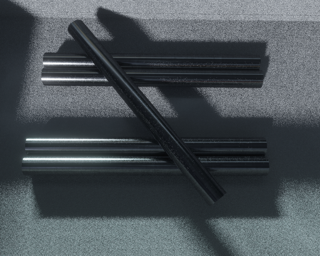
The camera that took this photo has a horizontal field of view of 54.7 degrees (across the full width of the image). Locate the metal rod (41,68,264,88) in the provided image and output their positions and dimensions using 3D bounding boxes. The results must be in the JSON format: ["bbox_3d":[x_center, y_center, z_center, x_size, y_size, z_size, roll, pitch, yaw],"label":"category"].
[{"bbox_3d":[-0.010,-0.070,0.433,0.302,0.025,0.025,1,70,0],"label":"metal rod"}]

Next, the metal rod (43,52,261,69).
[{"bbox_3d":[-0.011,-0.093,0.441,0.302,0.025,0.025,1,70,0],"label":"metal rod"}]

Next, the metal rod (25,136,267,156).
[{"bbox_3d":[-0.017,0.024,0.399,0.302,0.025,0.025,0,70,0],"label":"metal rod"}]

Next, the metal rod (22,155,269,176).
[{"bbox_3d":[-0.017,0.047,0.390,0.302,0.025,0.025,0,70,0],"label":"metal rod"}]

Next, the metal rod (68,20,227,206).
[{"bbox_3d":[-0.026,-0.030,0.393,0.025,0.025,0.300,-36,74,-12],"label":"metal rod"}]
